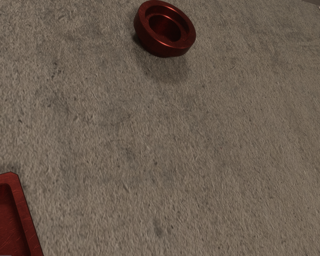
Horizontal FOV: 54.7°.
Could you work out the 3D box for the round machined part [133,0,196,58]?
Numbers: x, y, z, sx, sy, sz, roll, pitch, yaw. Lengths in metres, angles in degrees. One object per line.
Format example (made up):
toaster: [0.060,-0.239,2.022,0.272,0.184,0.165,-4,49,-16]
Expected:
round machined part: [0.004,-0.150,0.489,0.099,0.042,0.098,14,56,-21]

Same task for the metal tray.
metal tray: [-0.173,0.097,0.248,0.131,0.030,0.090,-14,69,-34]
